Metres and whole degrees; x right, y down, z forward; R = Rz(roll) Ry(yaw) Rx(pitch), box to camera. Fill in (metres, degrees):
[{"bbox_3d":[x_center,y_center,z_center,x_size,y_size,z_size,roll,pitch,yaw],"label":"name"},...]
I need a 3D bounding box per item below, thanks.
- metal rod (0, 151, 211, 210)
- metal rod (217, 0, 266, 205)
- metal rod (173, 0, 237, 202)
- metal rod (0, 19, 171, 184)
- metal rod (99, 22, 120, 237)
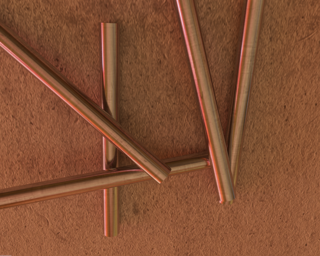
[{"bbox_3d":[-0.078,0.068,0.403,0.302,0.025,0.025,-10,110,-9],"label":"metal rod"},{"bbox_3d":[0.102,-0.036,0.397,0.025,0.025,0.298,3,110,-1],"label":"metal rod"},{"bbox_3d":[0.053,-0.047,0.379,0.025,0.025,0.298,-14,105,5],"label":"metal rod"},{"bbox_3d":[-0.106,-0.038,0.374,0.300,0.025,0.025,42,105,-6],"label":"metal rod"},{"bbox_3d":[-0.066,0.016,0.414,0.025,0.025,0.298,2,110,-1],"label":"metal rod"}]
